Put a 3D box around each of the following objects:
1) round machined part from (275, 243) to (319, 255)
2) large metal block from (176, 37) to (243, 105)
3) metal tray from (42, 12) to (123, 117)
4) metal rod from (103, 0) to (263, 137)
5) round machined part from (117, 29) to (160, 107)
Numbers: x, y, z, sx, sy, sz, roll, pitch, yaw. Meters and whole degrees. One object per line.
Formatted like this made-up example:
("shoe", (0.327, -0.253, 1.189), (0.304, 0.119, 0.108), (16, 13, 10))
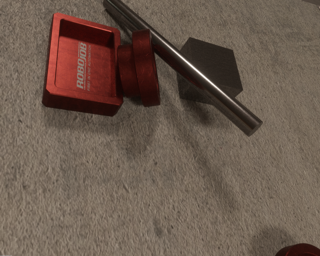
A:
("round machined part", (0.170, 0.192, 0.369), (0.099, 0.042, 0.098), (14, 56, -21))
("large metal block", (0.074, -0.085, 0.481), (0.081, 0.050, 0.080), (9, 58, -24))
("metal tray", (-0.097, -0.082, 0.399), (0.091, 0.030, 0.130), (8, 58, -24))
("metal rod", (0.019, -0.098, 0.430), (0.025, 0.025, 0.300), (-27, 62, -37))
("round machined part", (-0.027, -0.075, 0.399), (0.042, 0.098, 0.098), (-8, 61, 3))
